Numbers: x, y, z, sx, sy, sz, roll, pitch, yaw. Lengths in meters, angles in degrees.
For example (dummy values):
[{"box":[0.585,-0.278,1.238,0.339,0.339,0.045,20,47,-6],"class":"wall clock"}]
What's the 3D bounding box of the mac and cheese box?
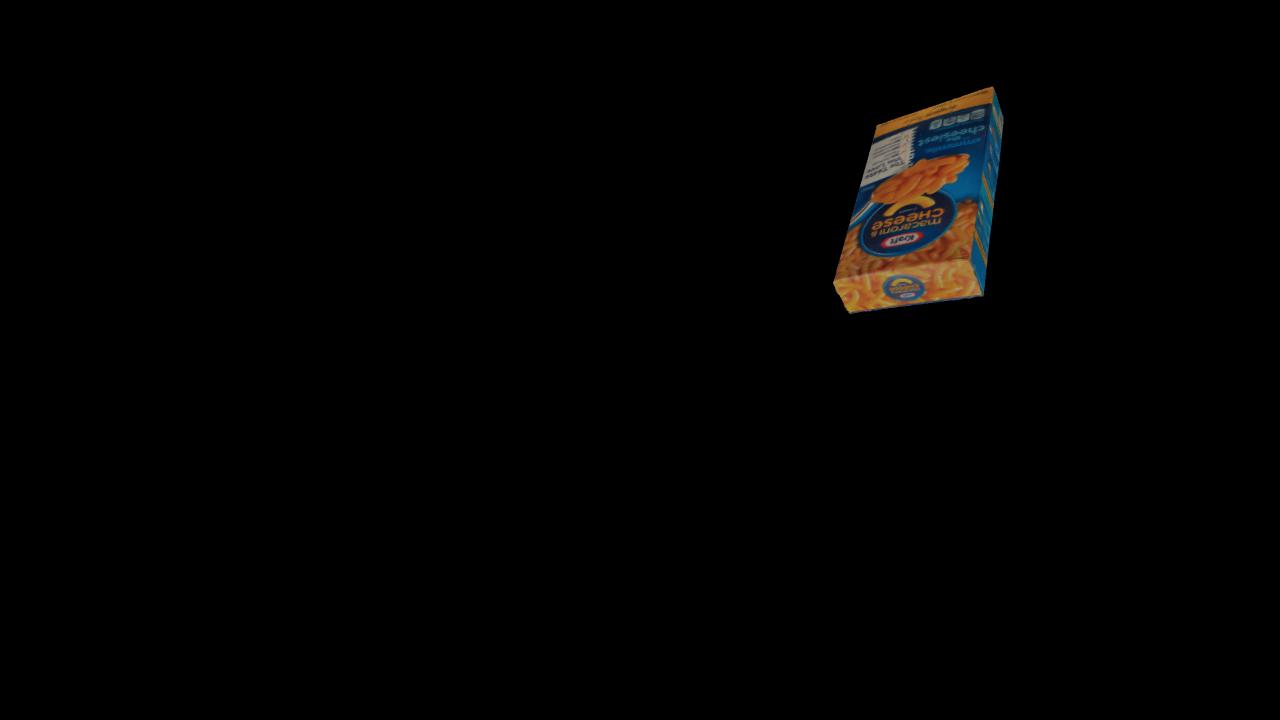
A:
[{"box":[0.212,-0.121,0.460,0.093,0.184,0.041,-5,-40,41],"class":"mac and cheese box"}]
